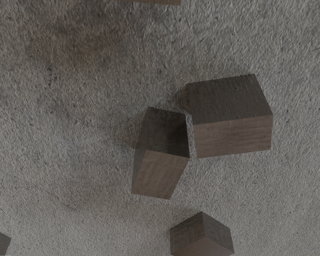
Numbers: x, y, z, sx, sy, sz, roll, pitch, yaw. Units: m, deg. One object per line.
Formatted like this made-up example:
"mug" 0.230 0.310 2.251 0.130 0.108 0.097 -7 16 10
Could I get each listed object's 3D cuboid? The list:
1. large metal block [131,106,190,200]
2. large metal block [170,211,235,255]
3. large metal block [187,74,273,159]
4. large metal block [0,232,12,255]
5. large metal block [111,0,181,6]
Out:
"large metal block" -0.001 0.032 0.398 0.050 0.080 0.079 12 129 -10
"large metal block" 0.076 0.207 0.568 0.080 0.050 0.080 37 121 -27
"large metal block" 0.078 -0.015 0.359 0.080 0.080 0.050 -7 130 6
"large metal block" -0.333 0.226 0.561 0.050 0.080 0.080 -28 125 21
"large metal block" -0.019 -0.154 0.259 0.081 0.050 0.079 3 130 -3
